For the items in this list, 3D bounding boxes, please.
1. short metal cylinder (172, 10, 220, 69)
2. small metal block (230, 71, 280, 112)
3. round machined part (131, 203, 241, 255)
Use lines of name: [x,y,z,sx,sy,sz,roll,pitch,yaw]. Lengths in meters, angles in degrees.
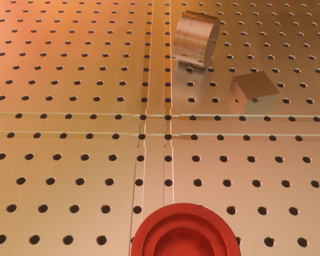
short metal cylinder: [0.058,-0.139,0.490,0.050,0.080,0.080,19,52,14]
small metal block: [0.138,-0.054,0.455,0.050,0.025,0.050,-12,51,-10]
round machined part: [0.023,0.125,0.292,0.099,0.042,0.098,0,50,0]
